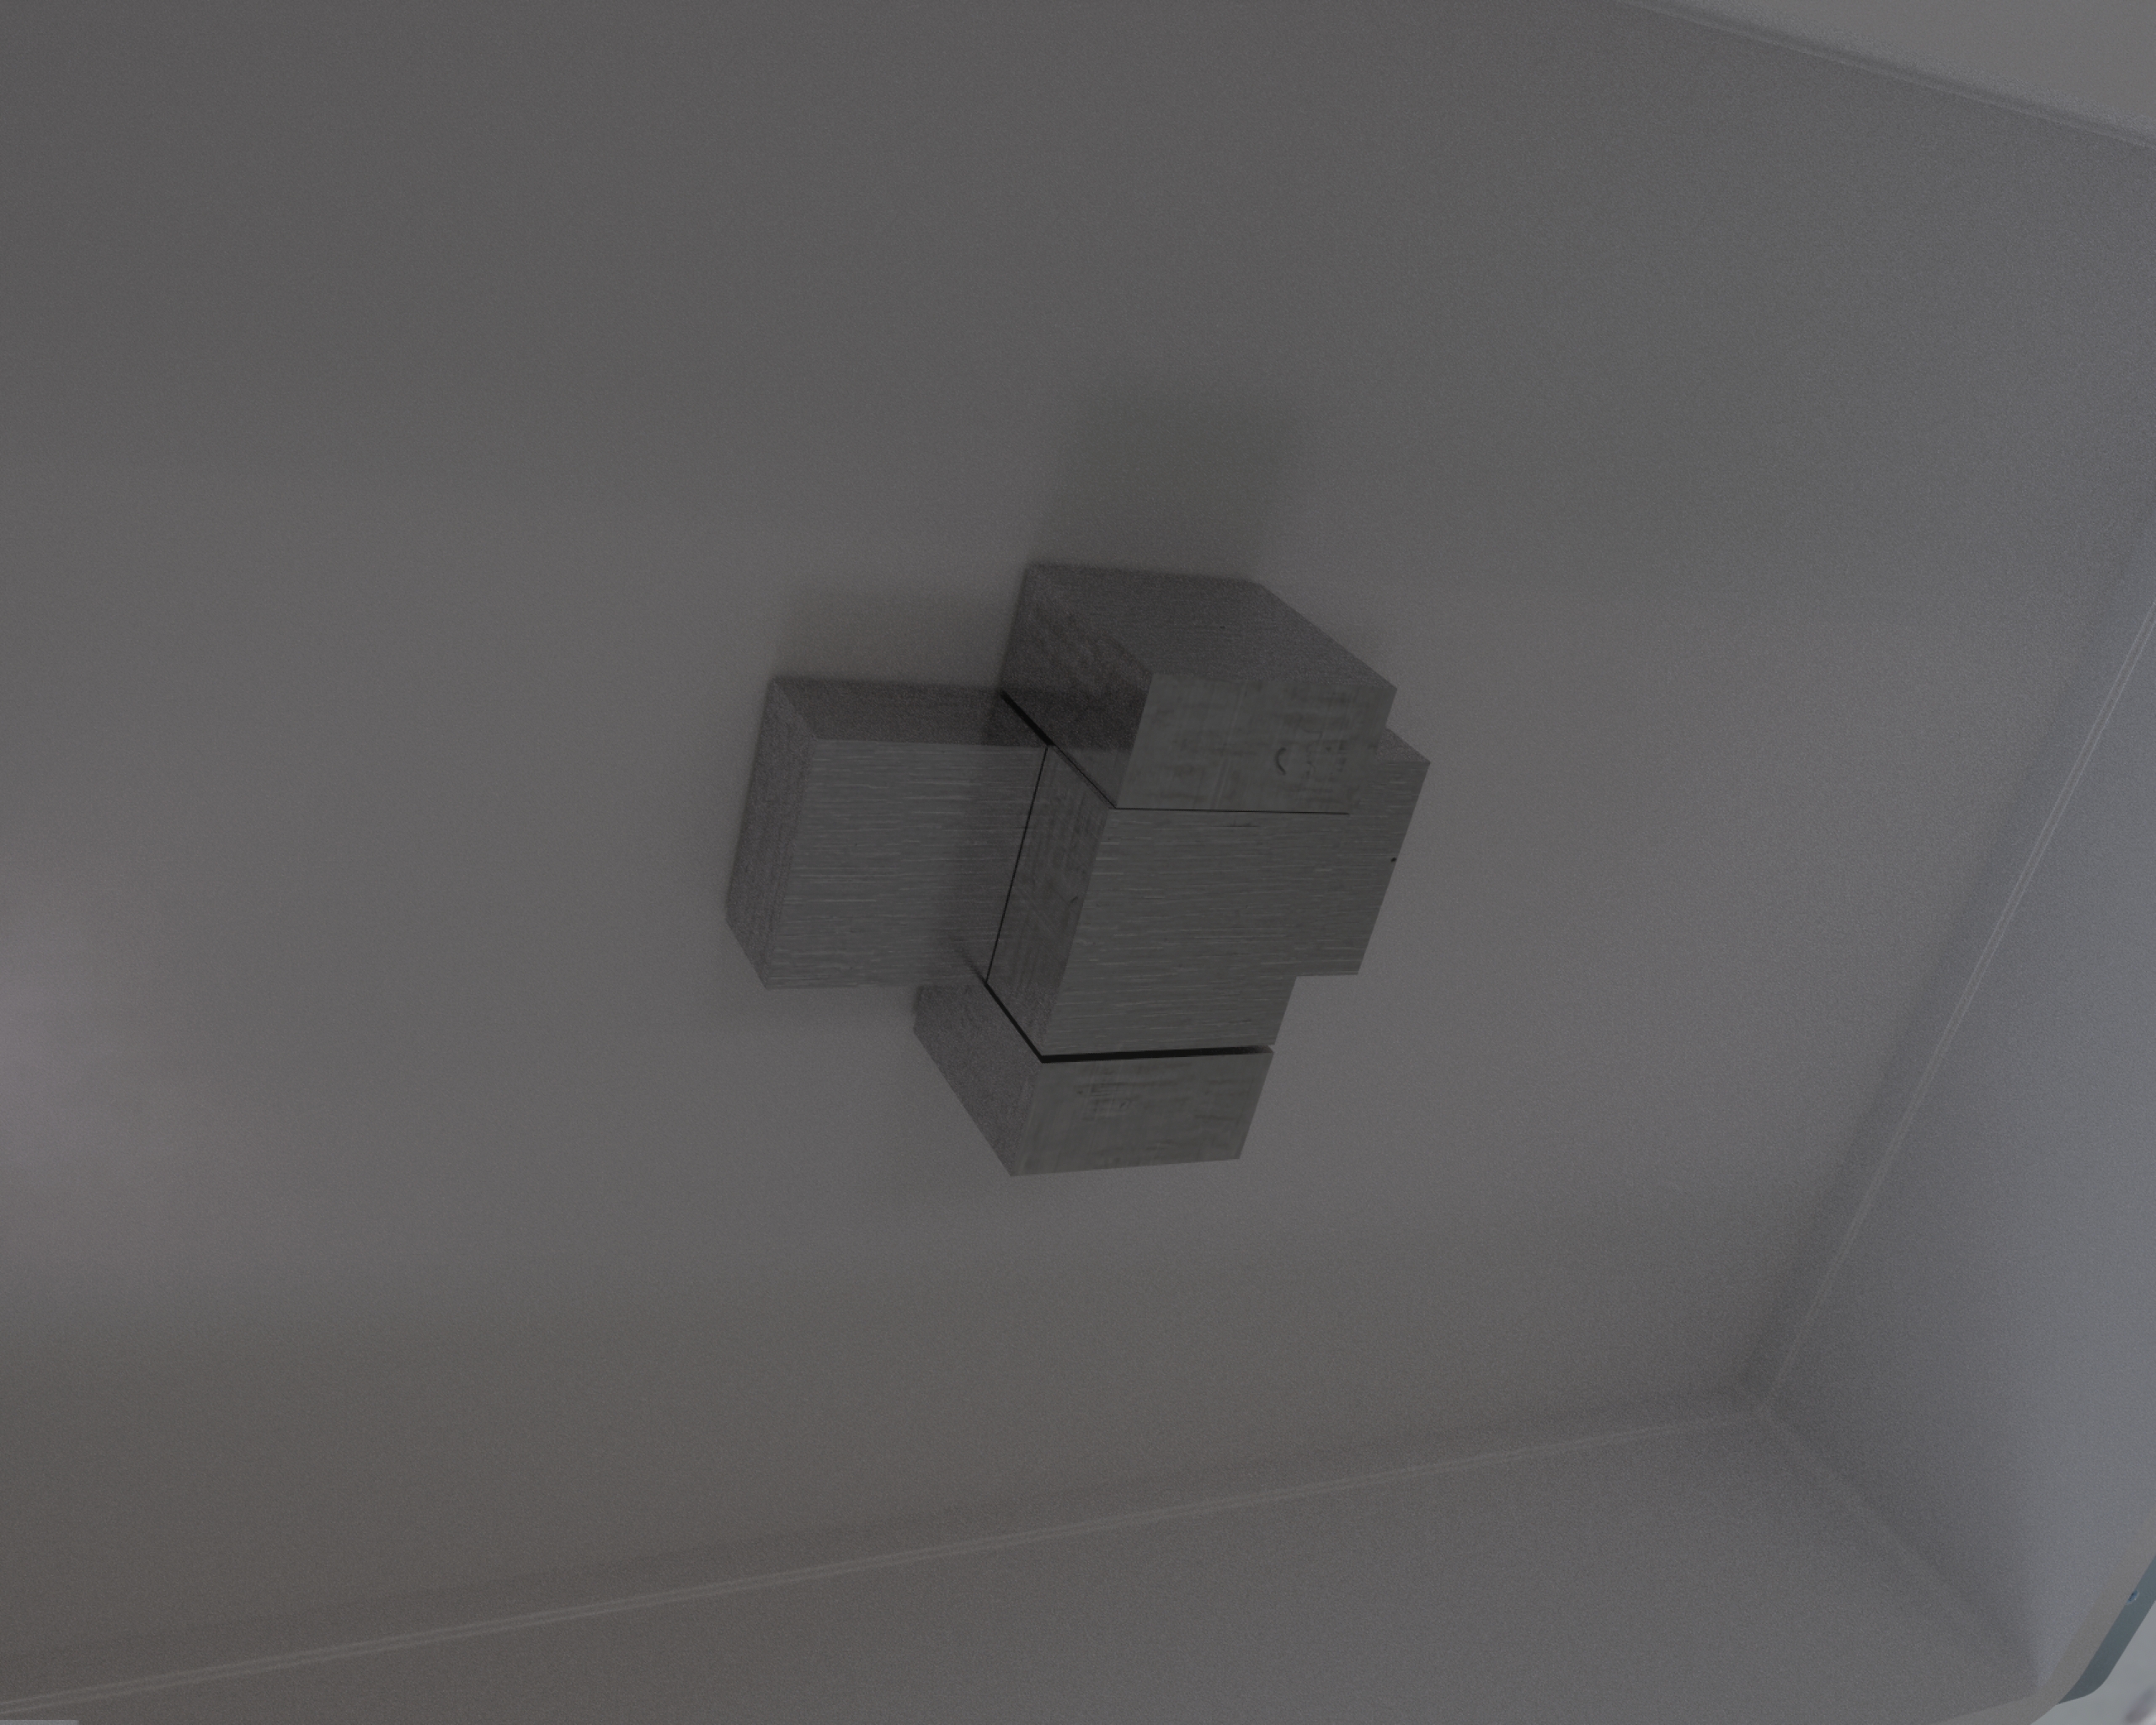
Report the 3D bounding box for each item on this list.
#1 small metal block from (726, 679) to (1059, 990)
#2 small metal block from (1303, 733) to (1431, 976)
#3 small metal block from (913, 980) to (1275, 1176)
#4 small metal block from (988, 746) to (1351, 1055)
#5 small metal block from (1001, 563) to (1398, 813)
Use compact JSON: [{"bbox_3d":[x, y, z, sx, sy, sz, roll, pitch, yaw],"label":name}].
[{"bbox_3d":[-0.033,-0.005,0.385,0.050,0.025,0.050,1,118,-29],"label":"small metal block"},{"bbox_3d":[0.037,-0.004,0.424,0.050,0.025,0.050,0,118,-29],"label":"small metal block"},{"bbox_3d":[0.002,0.035,0.411,0.050,0.050,0.025,0,118,-29],"label":"small metal block"},{"bbox_3d":[0.016,0.007,0.386,0.050,0.025,0.050,0,118,-29],"label":"small metal block"},{"bbox_3d":[0.021,-0.032,0.381,0.050,0.050,0.025,0,118,-29],"label":"small metal block"}]
